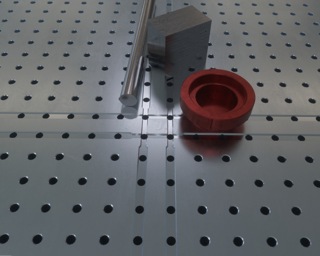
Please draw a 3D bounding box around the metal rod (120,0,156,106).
[{"bbox_3d":[-0.032,-0.154,0.536,0.025,0.025,0.300,4,50,3],"label":"metal rod"}]

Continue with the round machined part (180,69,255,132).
[{"bbox_3d":[0.076,-0.034,0.425,0.099,0.042,0.098,0,50,0],"label":"round machined part"}]

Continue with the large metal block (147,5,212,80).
[{"bbox_3d":[0.029,-0.133,0.484,0.081,0.080,0.050,-25,55,-20],"label":"large metal block"}]
